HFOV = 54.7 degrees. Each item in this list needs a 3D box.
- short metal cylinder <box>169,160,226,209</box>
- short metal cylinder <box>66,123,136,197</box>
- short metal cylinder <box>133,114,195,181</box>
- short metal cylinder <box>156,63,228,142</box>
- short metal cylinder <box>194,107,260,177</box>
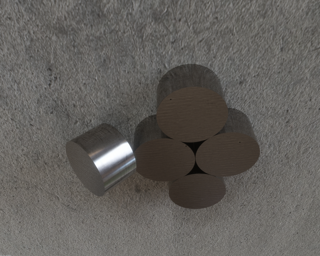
[{"bbox_3d":[0.053,0.075,0.456,0.081,0.050,0.079,0,130,0],"label":"short metal cylinder"},{"bbox_3d":[-0.076,0.040,0.399,0.080,0.050,0.079,31,138,33],"label":"short metal cylinder"},{"bbox_3d":[0.005,0.026,0.415,0.081,0.050,0.079,0,130,0],"label":"short metal cylinder"},{"bbox_3d":[0.036,-0.029,0.368,0.081,0.050,0.079,0,130,0],"label":"short metal cylinder"},{"bbox_3d":[0.085,0.019,0.409,0.081,0.050,0.079,0,130,0],"label":"short metal cylinder"}]
